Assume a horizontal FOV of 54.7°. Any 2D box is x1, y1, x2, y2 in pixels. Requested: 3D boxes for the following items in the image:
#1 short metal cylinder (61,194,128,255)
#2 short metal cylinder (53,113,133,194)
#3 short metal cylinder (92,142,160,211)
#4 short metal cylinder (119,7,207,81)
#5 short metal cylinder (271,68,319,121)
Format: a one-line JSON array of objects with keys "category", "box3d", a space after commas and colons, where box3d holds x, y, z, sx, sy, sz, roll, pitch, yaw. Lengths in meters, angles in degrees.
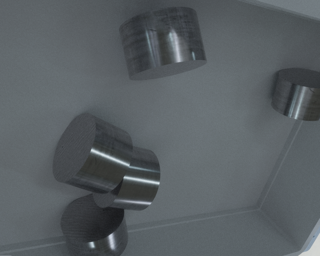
[{"category": "short metal cylinder", "box3d": [-0.085, 0.133, 0.410, 0.081, 0.080, 0.050, -16, 125, -20]}, {"category": "short metal cylinder", "box3d": [-0.077, 0.029, 0.350, 0.050, 0.080, 0.080, 29, 102, -38]}, {"category": "short metal cylinder", "box3d": [-0.044, 0.061, 0.388, 0.050, 0.080, 0.080, 16, 110, -35]}, {"category": "short metal cylinder", "box3d": [0.003, -0.083, 0.316, 0.081, 0.080, 0.050, -13, 92, -22]}, {"category": "short metal cylinder", "box3d": [0.213, -0.052, 0.460, 0.081, 0.080, 0.050, -11, 123, -23]}]
